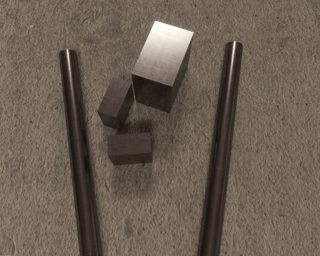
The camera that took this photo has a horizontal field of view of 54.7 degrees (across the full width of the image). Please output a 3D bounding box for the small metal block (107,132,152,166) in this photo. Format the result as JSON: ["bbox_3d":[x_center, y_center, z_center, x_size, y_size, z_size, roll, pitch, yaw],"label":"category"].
[{"bbox_3d":[-0.036,0.027,0.385,0.050,0.050,0.025,-4,70,-2],"label":"small metal block"}]

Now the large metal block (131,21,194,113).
[{"bbox_3d":[0.004,-0.077,0.407,0.050,0.080,0.080,19,71,6],"label":"large metal block"}]

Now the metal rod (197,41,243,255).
[{"bbox_3d":[0.081,0.019,0.402,0.025,0.025,0.299,10,70,3],"label":"metal rod"}]

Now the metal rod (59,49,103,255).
[{"bbox_3d":[-0.103,0.032,0.394,0.025,0.025,0.299,-11,70,-4],"label":"metal rod"}]

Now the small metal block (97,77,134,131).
[{"bbox_3d":[-0.056,-0.030,0.405,0.025,0.050,0.050,18,71,6],"label":"small metal block"}]
